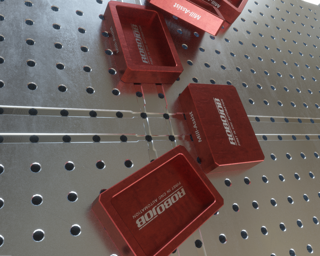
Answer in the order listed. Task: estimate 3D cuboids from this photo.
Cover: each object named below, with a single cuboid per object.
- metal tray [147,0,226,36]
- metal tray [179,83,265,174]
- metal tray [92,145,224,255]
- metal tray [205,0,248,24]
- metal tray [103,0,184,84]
[{"bbox_3d":[0.043,-0.213,0.536,0.131,0.030,0.090,22,31,-15],"label":"metal tray"},{"bbox_3d":[0.089,-0.003,0.454,0.091,0.030,0.130,-2,63,-29],"label":"metal tray"},{"bbox_3d":[0.002,0.086,0.352,0.131,0.030,0.090,-29,78,-37],"label":"metal tray"},{"bbox_3d":[0.117,-0.283,0.638,0.130,0.030,0.090,35,51,-5],"label":"metal tray"},{"bbox_3d":[-0.026,-0.129,0.468,0.091,0.030,0.130,-4,64,-30],"label":"metal tray"}]
